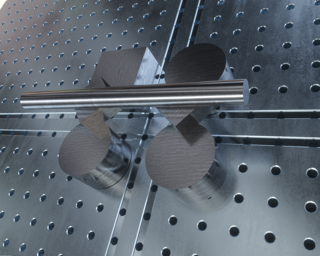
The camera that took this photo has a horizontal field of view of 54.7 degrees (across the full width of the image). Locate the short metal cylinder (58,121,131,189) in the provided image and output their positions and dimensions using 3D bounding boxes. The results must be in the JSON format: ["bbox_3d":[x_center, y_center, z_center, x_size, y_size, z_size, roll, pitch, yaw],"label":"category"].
[{"bbox_3d":[-0.087,0.035,0.415,0.080,0.050,0.080,-13,56,21],"label":"short metal cylinder"}]

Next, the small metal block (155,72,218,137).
[{"bbox_3d":[0.027,-0.027,0.347,0.050,0.025,0.050,-42,51,-1],"label":"small metal block"}]

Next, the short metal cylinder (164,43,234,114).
[{"bbox_3d":[0.053,-0.063,0.403,0.080,0.050,0.080,-13,56,21],"label":"short metal cylinder"}]

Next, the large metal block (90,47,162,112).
[{"bbox_3d":[-0.053,-0.070,0.463,0.080,0.050,0.080,1,62,29],"label":"large metal block"}]

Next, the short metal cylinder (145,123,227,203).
[{"bbox_3d":[0.031,0.039,0.352,0.080,0.050,0.080,-13,56,21],"label":"short metal cylinder"}]

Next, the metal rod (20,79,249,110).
[{"bbox_3d":[-0.052,-0.036,0.361,0.300,0.025,0.025,1,62,28],"label":"metal rod"}]

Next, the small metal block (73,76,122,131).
[{"bbox_3d":[-0.084,-0.032,0.409,0.050,0.025,0.050,-34,51,5],"label":"small metal block"}]
